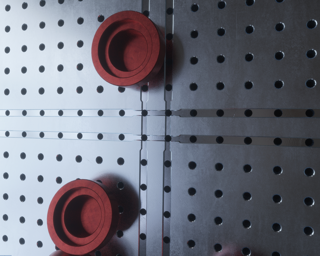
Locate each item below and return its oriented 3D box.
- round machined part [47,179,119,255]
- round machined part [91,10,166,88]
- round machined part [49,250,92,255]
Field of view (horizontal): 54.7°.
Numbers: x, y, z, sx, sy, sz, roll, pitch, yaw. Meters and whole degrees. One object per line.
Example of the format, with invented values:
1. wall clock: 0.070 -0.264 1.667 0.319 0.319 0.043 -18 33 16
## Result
1. round machined part: -0.102 0.122 0.430 0.098 0.042 0.098 -4 74 16
2. round machined part: -0.039 -0.102 0.416 0.098 0.042 0.097 0 90 19
3. round machined part: -0.119 0.212 0.434 0.098 0.042 0.097 8 111 22
